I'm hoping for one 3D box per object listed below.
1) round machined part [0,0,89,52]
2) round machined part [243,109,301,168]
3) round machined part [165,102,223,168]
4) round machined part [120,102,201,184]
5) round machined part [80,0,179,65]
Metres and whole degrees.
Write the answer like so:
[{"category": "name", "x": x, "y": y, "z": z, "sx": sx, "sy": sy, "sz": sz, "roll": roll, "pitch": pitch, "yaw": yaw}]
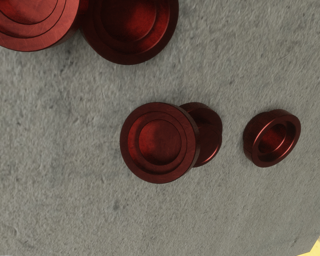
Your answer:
[{"category": "round machined part", "x": -0.105, "y": -0.113, "z": 0.250, "sx": 0.099, "sy": 0.042, "sz": 0.097, "roll": 2, "pitch": 110, "yaw": 4}, {"category": "round machined part", "x": 0.175, "y": 0.013, "z": 0.502, "sx": 0.099, "sy": 0.042, "sz": 0.097, "roll": -14, "pitch": 125, "yaw": -21}, {"category": "round machined part", "x": 0.047, "y": 0.017, "z": 0.434, "sx": 0.099, "sy": 0.042, "sz": 0.097, "roll": -14, "pitch": 125, "yaw": -21}, {"category": "round machined part", "x": 0.003, "y": 0.017, "z": 0.386, "sx": 0.098, "sy": 0.098, "sz": 0.042, "roll": -58, "pitch": 163, "yaw": 13}, {"category": "round machined part", "x": -0.034, "y": -0.116, "z": 0.306, "sx": 0.099, "sy": 0.042, "sz": 0.097, "roll": -15, "pitch": 125, "yaw": -22}]
